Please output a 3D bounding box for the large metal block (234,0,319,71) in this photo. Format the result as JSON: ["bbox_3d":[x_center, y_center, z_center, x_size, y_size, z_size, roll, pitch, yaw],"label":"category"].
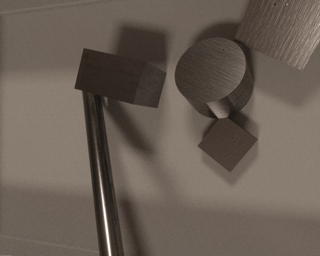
[{"bbox_3d":[0.138,-0.120,0.332,0.080,0.050,0.079,30,126,17],"label":"large metal block"}]

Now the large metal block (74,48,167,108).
[{"bbox_3d":[-0.047,-0.061,0.397,0.080,0.080,0.050,16,96,19],"label":"large metal block"}]

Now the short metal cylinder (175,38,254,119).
[{"bbox_3d":[0.064,-0.057,0.362,0.080,0.050,0.080,-9,68,23],"label":"short metal cylinder"}]

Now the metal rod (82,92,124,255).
[{"bbox_3d":[-0.069,0.059,0.370,0.025,0.025,0.299,-25,57,18],"label":"metal rod"}]

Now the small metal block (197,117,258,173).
[{"bbox_3d":[0.084,0.018,0.381,0.050,0.025,0.050,40,102,15],"label":"small metal block"}]
